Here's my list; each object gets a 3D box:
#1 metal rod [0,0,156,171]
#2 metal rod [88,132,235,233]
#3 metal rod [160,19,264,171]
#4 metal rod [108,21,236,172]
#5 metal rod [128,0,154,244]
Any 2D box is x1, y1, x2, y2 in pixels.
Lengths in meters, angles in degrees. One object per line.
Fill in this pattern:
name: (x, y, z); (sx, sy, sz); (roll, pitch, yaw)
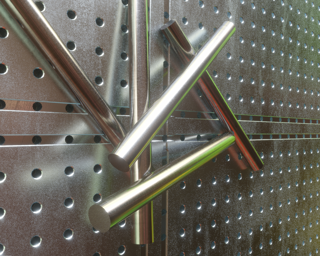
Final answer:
metal rod: (-0.086, -0.045, 0.338); (0.025, 0.025, 0.299); (-49, 119, -29)
metal rod: (0.030, 0.047, 0.383); (0.302, 0.025, 0.025); (-20, 103, -55)
metal rod: (0.093, -0.036, 0.489); (0.300, 0.025, 0.025); (52, 60, -28)
metal rod: (0.033, -0.061, 0.392); (0.301, 0.025, 0.025); (-52, 121, -38)
metal rod: (-0.024, -0.022, 0.365); (0.025, 0.025, 0.298); (6, 79, -40)
